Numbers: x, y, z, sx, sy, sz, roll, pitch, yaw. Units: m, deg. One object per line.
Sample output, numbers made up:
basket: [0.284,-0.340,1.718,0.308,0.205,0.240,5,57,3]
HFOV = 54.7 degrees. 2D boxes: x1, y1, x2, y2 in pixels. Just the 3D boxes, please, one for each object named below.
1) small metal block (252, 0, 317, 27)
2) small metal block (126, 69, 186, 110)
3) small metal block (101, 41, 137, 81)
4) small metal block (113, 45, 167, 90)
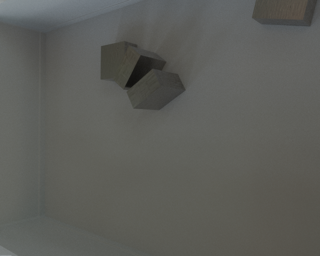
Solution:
small metal block: [0.124,-0.129,0.303,0.050,0.025,0.050,19,102,38]
small metal block: [-0.005,-0.047,0.393,0.050,0.050,0.025,-35,69,34]
small metal block: [-0.061,-0.096,0.455,0.050,0.025,0.050,2,91,39]
small metal block: [-0.027,-0.076,0.411,0.025,0.050,0.050,44,117,30]
